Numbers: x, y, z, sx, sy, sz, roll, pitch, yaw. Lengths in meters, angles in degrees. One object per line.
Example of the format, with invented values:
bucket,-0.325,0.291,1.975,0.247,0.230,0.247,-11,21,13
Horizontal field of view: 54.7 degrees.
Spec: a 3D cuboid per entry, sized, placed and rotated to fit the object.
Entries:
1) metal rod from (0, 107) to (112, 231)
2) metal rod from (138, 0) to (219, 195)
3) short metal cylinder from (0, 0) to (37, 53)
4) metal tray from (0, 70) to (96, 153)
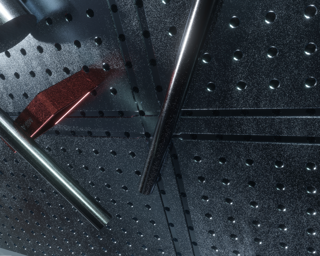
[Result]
metal rod,-0.177,0.018,0.395,0.300,0.025,0.025,46,129,-5
metal rod,0.013,-0.020,0.390,0.025,0.025,0.298,26,127,12
short metal cylinder,-0.209,-0.139,0.397,0.080,0.080,0.050,-34,100,38
metal tray,-0.157,-0.023,0.435,0.130,0.090,0.030,-33,100,38
